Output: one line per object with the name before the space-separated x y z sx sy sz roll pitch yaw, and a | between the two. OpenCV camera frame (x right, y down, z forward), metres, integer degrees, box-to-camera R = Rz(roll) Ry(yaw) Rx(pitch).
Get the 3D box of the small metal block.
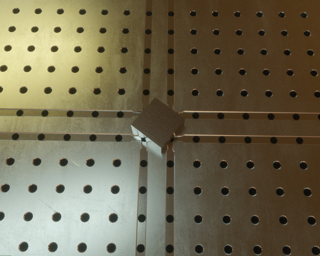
small metal block | -0.002 -0.004 0.413 0.050 0.025 0.050 37 74 12
